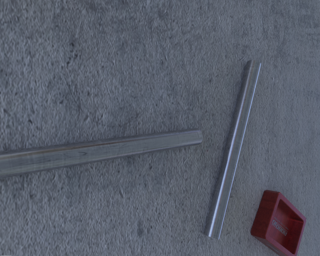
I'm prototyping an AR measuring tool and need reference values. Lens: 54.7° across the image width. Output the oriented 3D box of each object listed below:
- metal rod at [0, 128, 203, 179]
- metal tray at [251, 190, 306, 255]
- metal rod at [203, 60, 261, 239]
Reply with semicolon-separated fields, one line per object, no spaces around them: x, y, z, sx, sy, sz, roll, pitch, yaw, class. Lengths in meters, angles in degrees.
-0.063;0.025;0.351;0.302;0.025;0.025;-6;94;-40;metal rod
0.231;0.188;0.594;0.130;0.030;0.090;41;65;-33;metal tray
0.121;0.026;0.505;0.025;0.025;0.299;28;73;-37;metal rod
